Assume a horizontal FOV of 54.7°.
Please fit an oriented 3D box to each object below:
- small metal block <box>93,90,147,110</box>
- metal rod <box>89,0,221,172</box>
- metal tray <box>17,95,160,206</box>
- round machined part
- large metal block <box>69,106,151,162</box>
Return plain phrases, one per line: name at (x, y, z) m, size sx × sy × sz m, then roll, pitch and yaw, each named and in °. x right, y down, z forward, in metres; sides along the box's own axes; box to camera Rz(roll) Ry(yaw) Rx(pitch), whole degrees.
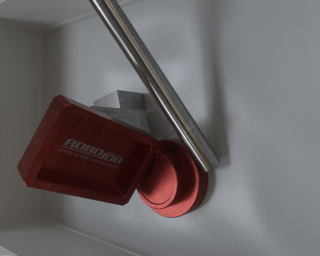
small metal block at (-0.056, -0.031, 0.434) m, size 0.050 × 0.050 × 0.025 m, roll -19°, pitch 78°, yaw 38°
metal rod at (-0.023, -0.079, 0.340) m, size 0.025 × 0.025 × 0.299 m, roll -28°, pitch 99°, yaw 36°
metal tray at (-0.071, 0.030, 0.339) m, size 0.030 × 0.131 × 0.090 m, roll 33°, pitch 96°, yaw 48°
round machined part at (0.007, 0.064, 0.388) m, size 0.098 × 0.042 × 0.097 m, roll 0°, pitch 90°, yaw 39°
large metal block at (-0.070, 0.013, 0.416) m, size 0.080 × 0.081 × 0.050 m, roll -34°, pitch 63°, yaw 44°
